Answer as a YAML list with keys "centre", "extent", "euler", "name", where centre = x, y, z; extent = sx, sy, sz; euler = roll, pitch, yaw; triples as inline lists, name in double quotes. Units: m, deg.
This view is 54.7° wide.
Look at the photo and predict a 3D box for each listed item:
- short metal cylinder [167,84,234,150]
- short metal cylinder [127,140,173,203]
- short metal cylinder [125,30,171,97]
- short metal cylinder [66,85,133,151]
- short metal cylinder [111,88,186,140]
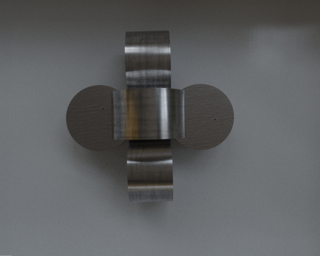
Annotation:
- centre: [0.049, -0.013, 0.397]
  extent: [0.081, 0.050, 0.080]
  euler: [0, 90, 0]
  name: "short metal cylinder"
- centre: [-0.011, 0.050, 0.382]
  extent: [0.050, 0.080, 0.080]
  euler: [-2, 90, -1]
  name: "short metal cylinder"
- centre: [-0.014, -0.078, 0.382]
  extent: [0.050, 0.080, 0.080]
  euler: [-2, 90, -1]
  name: "short metal cylinder"
- centre: [-0.072, -0.012, 0.396]
  extent: [0.081, 0.050, 0.080]
  euler: [0, 90, 0]
  name: "short metal cylinder"
- centre: [-0.012, -0.014, 0.338]
  extent: [0.081, 0.080, 0.050]
  euler: [-1, 90, 0]
  name: "short metal cylinder"
